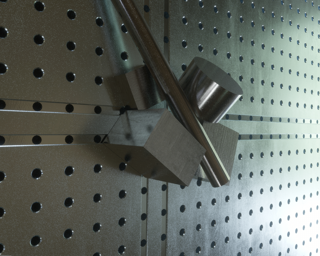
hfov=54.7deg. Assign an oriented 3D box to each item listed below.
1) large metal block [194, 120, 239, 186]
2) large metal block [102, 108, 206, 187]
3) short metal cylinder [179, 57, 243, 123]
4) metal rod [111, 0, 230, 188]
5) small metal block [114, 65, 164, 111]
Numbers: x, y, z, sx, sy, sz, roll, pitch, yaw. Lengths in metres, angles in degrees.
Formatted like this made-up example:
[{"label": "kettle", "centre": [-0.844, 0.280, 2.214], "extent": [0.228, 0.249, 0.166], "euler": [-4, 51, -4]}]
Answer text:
[{"label": "large metal block", "centre": [0.063, 0.034, 0.448], "extent": [0.080, 0.050, 0.080], "euler": [22, 76, -38]}, {"label": "large metal block", "centre": [-0.007, 0.022, 0.369], "extent": [0.080, 0.080, 0.050], "euler": [45, 63, -31]}, {"label": "short metal cylinder", "centre": [0.065, -0.052, 0.421], "extent": [0.081, 0.080, 0.050], "euler": [11, 127, -40]}, {"label": "metal rod", "centre": [0.007, -0.060, 0.377], "extent": [0.025, 0.025, 0.299], "euler": [-35, 100, -35]}, {"label": "small metal block", "centre": [-0.023, -0.051, 0.392], "extent": [0.050, 0.025, 0.050], "euler": [-31, 109, -36]}]
